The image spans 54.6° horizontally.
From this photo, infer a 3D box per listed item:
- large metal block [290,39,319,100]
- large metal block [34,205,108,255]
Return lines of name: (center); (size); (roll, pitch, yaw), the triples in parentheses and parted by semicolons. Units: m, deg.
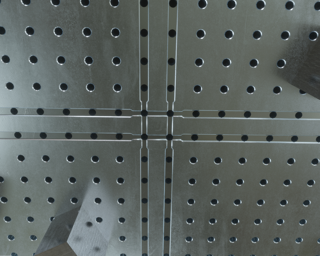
large metal block: (0.211, -0.067, 0.361); (0.050, 0.080, 0.080); (25, 108, -9)
large metal block: (-0.123, 0.175, 0.447); (0.050, 0.080, 0.080); (-25, 108, 9)
